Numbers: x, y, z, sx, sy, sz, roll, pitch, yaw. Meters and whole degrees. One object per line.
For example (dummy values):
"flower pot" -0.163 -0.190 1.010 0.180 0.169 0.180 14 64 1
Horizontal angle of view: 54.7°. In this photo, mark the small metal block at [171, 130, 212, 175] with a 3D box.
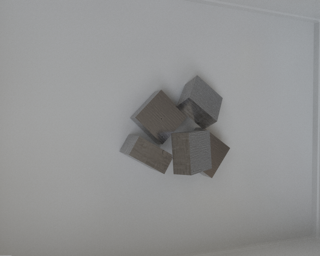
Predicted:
"small metal block" 0.040 0.029 0.386 0.050 0.025 0.050 -5 92 -52

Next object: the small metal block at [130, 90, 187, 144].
"small metal block" -0.002 -0.014 0.408 0.050 0.025 0.050 45 76 -15

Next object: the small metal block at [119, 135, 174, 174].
"small metal block" -0.018 0.032 0.389 0.050 0.050 0.025 31 80 -18

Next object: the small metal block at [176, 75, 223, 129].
"small metal block" 0.055 -0.035 0.418 0.050 0.025 0.050 39 45 -17

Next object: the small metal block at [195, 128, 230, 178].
"small metal block" 0.061 0.034 0.432 0.050 0.025 0.050 37 78 -17
